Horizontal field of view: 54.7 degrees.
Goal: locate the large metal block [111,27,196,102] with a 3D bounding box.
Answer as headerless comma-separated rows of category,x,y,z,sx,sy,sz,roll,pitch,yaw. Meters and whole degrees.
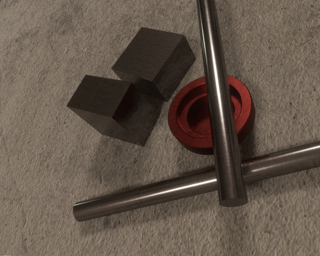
large metal block,-0.008,-0.093,0.448,0.080,0.050,0.080,23,74,36

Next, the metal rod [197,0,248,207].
metal rod,0.064,-0.061,0.353,0.025,0.025,0.299,-14,56,20

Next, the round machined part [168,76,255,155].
round machined part,0.063,-0.012,0.367,0.098,0.042,0.098,-13,56,20

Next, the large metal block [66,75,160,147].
large metal block,-0.060,-0.023,0.412,0.080,0.080,0.050,14,69,33

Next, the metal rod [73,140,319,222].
metal rod,0.035,0.063,0.345,0.301,0.025,0.025,-17,55,17
